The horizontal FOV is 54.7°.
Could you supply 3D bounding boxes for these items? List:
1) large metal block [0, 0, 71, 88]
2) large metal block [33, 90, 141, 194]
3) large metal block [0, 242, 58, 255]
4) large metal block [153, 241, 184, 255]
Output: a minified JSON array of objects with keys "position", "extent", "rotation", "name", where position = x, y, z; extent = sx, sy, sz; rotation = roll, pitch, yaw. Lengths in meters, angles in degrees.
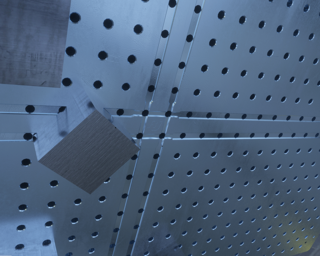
[{"position":[-0.112,-0.088,0.261],"extent":[0.050,0.080,0.079],"rotation":[1,118,-29],"name":"large metal block"},{"position":[-0.085,0.018,0.361],"extent":[0.080,0.050,0.080],"rotation":[-42,130,0],"name":"large metal block"},{"position":[-0.187,0.210,0.424],"extent":[0.081,0.050,0.079],"rotation":[2,118,-30],"name":"large metal block"},{"position":[0.018,0.270,0.574],"extent":[0.080,0.050,0.080],"rotation":[-32,129,-8],"name":"large metal block"}]
